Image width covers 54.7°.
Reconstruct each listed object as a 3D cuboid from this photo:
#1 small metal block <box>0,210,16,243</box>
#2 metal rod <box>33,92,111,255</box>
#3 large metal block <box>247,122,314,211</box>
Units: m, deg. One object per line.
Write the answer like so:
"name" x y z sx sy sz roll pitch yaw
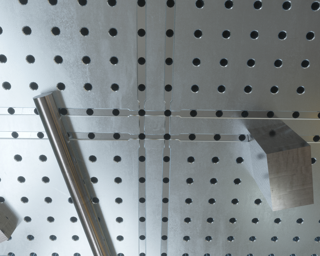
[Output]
"small metal block" -0.258 0.151 0.465 0.050 0.025 0.050 -27 108 9
"metal rod" -0.116 0.094 0.446 0.025 0.025 0.298 -12 110 4
"large metal block" 0.155 0.047 0.404 0.050 0.080 0.079 -12 110 4
